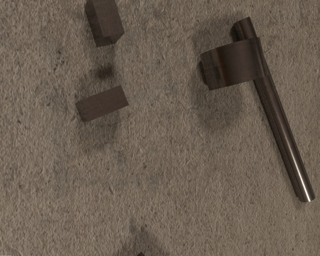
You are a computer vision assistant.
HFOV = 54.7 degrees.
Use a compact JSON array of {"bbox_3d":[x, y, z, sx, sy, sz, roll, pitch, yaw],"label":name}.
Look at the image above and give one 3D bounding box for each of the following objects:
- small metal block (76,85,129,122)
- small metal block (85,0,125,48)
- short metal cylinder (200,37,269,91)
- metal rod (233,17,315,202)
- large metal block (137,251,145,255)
[{"bbox_3d":[-0.071,-0.028,0.370,0.050,0.050,0.025,-24,99,-19],"label":"small metal block"},{"bbox_3d":[-0.068,-0.129,0.371,0.025,0.050,0.050,-19,97,-19],"label":"small metal block"},{"bbox_3d":[0.099,-0.085,0.418,0.081,0.080,0.050,-17,96,-20],"label":"short metal cylinder"},{"bbox_3d":[0.178,-0.023,0.476,0.025,0.025,0.299,-26,99,-18],"label":"metal rod"},{"bbox_3d":[-0.022,0.221,0.389,0.080,0.050,0.080,-41,103,-16],"label":"large metal block"}]
